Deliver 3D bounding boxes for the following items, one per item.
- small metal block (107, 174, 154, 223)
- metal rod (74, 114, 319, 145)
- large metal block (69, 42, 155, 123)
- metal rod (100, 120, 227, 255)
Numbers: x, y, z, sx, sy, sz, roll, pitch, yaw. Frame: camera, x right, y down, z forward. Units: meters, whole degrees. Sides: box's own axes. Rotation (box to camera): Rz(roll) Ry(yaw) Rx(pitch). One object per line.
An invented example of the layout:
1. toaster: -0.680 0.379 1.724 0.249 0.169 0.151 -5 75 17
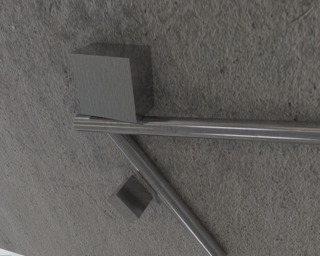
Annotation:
1. small metal block: -0.045 0.110 0.482 0.050 0.050 0.025 48 129 -6
2. metal rod: 0.031 -0.001 0.372 0.301 0.025 0.025 3 120 20
3. large metal block: -0.056 -0.058 0.384 0.080 0.050 0.079 10 123 23
4. metal rod: 0.006 0.093 0.461 0.025 0.025 0.300 -31 102 38
